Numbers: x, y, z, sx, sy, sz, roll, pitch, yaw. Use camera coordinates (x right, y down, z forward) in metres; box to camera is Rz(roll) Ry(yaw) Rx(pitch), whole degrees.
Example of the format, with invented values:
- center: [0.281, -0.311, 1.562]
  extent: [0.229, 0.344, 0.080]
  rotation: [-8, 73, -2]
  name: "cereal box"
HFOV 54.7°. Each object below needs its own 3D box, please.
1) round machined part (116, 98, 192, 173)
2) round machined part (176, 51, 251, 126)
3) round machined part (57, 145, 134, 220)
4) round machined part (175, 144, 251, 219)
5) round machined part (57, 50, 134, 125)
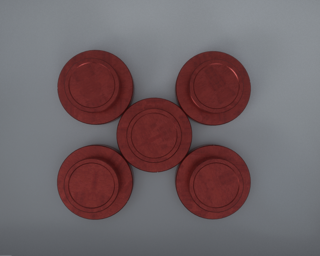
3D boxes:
- center: [-0.007, 0.009, 0.401]
  extent: [0.099, 0.042, 0.097]
  rotation: [0, 90, -1]
  name: "round machined part"
- center: [0.070, -0.052, 0.403]
  extent: [0.099, 0.042, 0.097]
  rotation: [0, 90, -1]
  name: "round machined part"
- center: [-0.084, 0.071, 0.401]
  extent: [0.099, 0.042, 0.097]
  rotation: [0, 90, -1]
  name: "round machined part"
- center: [0.070, 0.071, 0.403]
  extent: [0.099, 0.042, 0.097]
  rotation: [0, 90, -1]
  name: "round machined part"
- center: [-0.084, -0.053, 0.400]
  extent: [0.099, 0.042, 0.097]
  rotation: [0, 90, -1]
  name: "round machined part"
